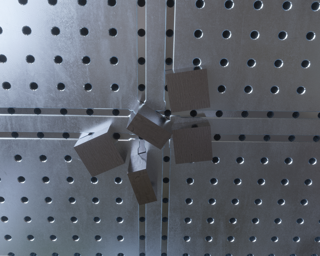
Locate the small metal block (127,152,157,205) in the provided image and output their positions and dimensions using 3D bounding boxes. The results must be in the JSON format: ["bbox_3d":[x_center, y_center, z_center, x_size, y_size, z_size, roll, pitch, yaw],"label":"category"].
[{"bbox_3d":[-0.023,0.069,0.425,0.025,0.050,0.050,-16,110,5],"label":"small metal block"}]

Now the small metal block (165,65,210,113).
[{"bbox_3d":[0.035,-0.050,0.396,0.050,0.025,0.050,-8,110,2],"label":"small metal block"}]

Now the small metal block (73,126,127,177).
[{"bbox_3d":[-0.081,0.032,0.424,0.050,0.025,0.050,-24,109,8],"label":"small metal block"}]

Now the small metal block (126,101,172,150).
[{"bbox_3d":[-0.013,-0.004,0.398,0.050,0.050,0.025,32,107,-12],"label":"small metal block"}]

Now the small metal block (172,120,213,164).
[{"bbox_3d":[0.043,0.019,0.421,0.050,0.025,0.050,-6,110,2],"label":"small metal block"}]
